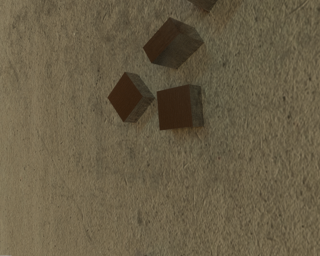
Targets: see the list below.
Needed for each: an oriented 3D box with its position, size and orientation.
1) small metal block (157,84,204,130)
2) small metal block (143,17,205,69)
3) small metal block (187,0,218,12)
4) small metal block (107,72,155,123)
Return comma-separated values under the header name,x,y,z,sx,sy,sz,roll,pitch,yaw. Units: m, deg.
name,x,y,z,sx,sy,sz,roll,pitch,yaw
small metal block,0.025,-0.024,0.384,0.050,0.025,0.050,-7,85,39
small metal block,0.017,-0.101,0.375,0.050,0.050,0.025,-41,65,32
small metal block,0.050,-0.165,0.348,0.025,0.050,0.050,51,120,27
small metal block,-0.042,-0.043,0.439,0.050,0.025,0.050,-50,61,28
